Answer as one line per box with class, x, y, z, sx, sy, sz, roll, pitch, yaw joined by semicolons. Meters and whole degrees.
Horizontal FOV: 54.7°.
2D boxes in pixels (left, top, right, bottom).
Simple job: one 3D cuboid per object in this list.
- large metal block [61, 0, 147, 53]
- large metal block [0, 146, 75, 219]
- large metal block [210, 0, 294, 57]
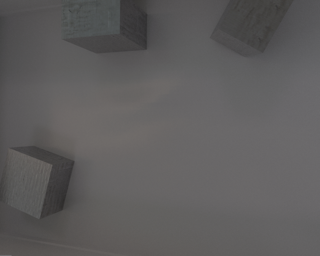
large metal block;-0.070;-0.134;0.406;0.080;0.080;0.050;1;91;20
large metal block;-0.185;0.078;0.462;0.080;0.050;0.080;17;96;19
large metal block;0.101;-0.128;0.339;0.050;0.080;0.080;28;100;-2
